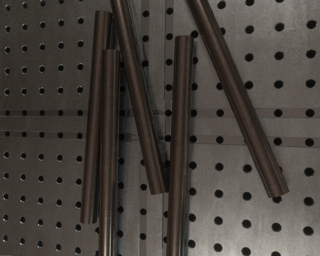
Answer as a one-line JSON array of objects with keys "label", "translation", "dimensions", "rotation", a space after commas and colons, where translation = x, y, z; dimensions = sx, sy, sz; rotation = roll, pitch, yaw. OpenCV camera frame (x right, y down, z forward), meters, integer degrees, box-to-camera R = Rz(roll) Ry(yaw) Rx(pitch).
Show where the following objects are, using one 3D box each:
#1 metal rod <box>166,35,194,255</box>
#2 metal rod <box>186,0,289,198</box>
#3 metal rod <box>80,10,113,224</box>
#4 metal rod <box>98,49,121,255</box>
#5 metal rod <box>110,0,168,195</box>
[{"label": "metal rod", "translation": [0.026, 0.032, 0.402], "dimensions": [0.025, 0.025, 0.298], "rotation": [3, 91, 19]}, {"label": "metal rod", "translation": [0.086, -0.061, 0.381], "dimensions": [0.025, 0.025, 0.299], "rotation": [-23, 83, 18]}, {"label": "metal rod", "translation": [-0.091, -0.014, 0.443], "dimensions": [0.025, 0.025, 0.298], "rotation": [5, 92, 19]}, {"label": "metal rod", "translation": [-0.070, 0.044, 0.429], "dimensions": [0.025, 0.025, 0.298], "rotation": [3, 93, 19]}, {"label": "metal rod", "translation": [-0.031, -0.060, 0.422], "dimensions": [0.025, 0.025, 0.298], "rotation": [-14, 86, 19]}]
